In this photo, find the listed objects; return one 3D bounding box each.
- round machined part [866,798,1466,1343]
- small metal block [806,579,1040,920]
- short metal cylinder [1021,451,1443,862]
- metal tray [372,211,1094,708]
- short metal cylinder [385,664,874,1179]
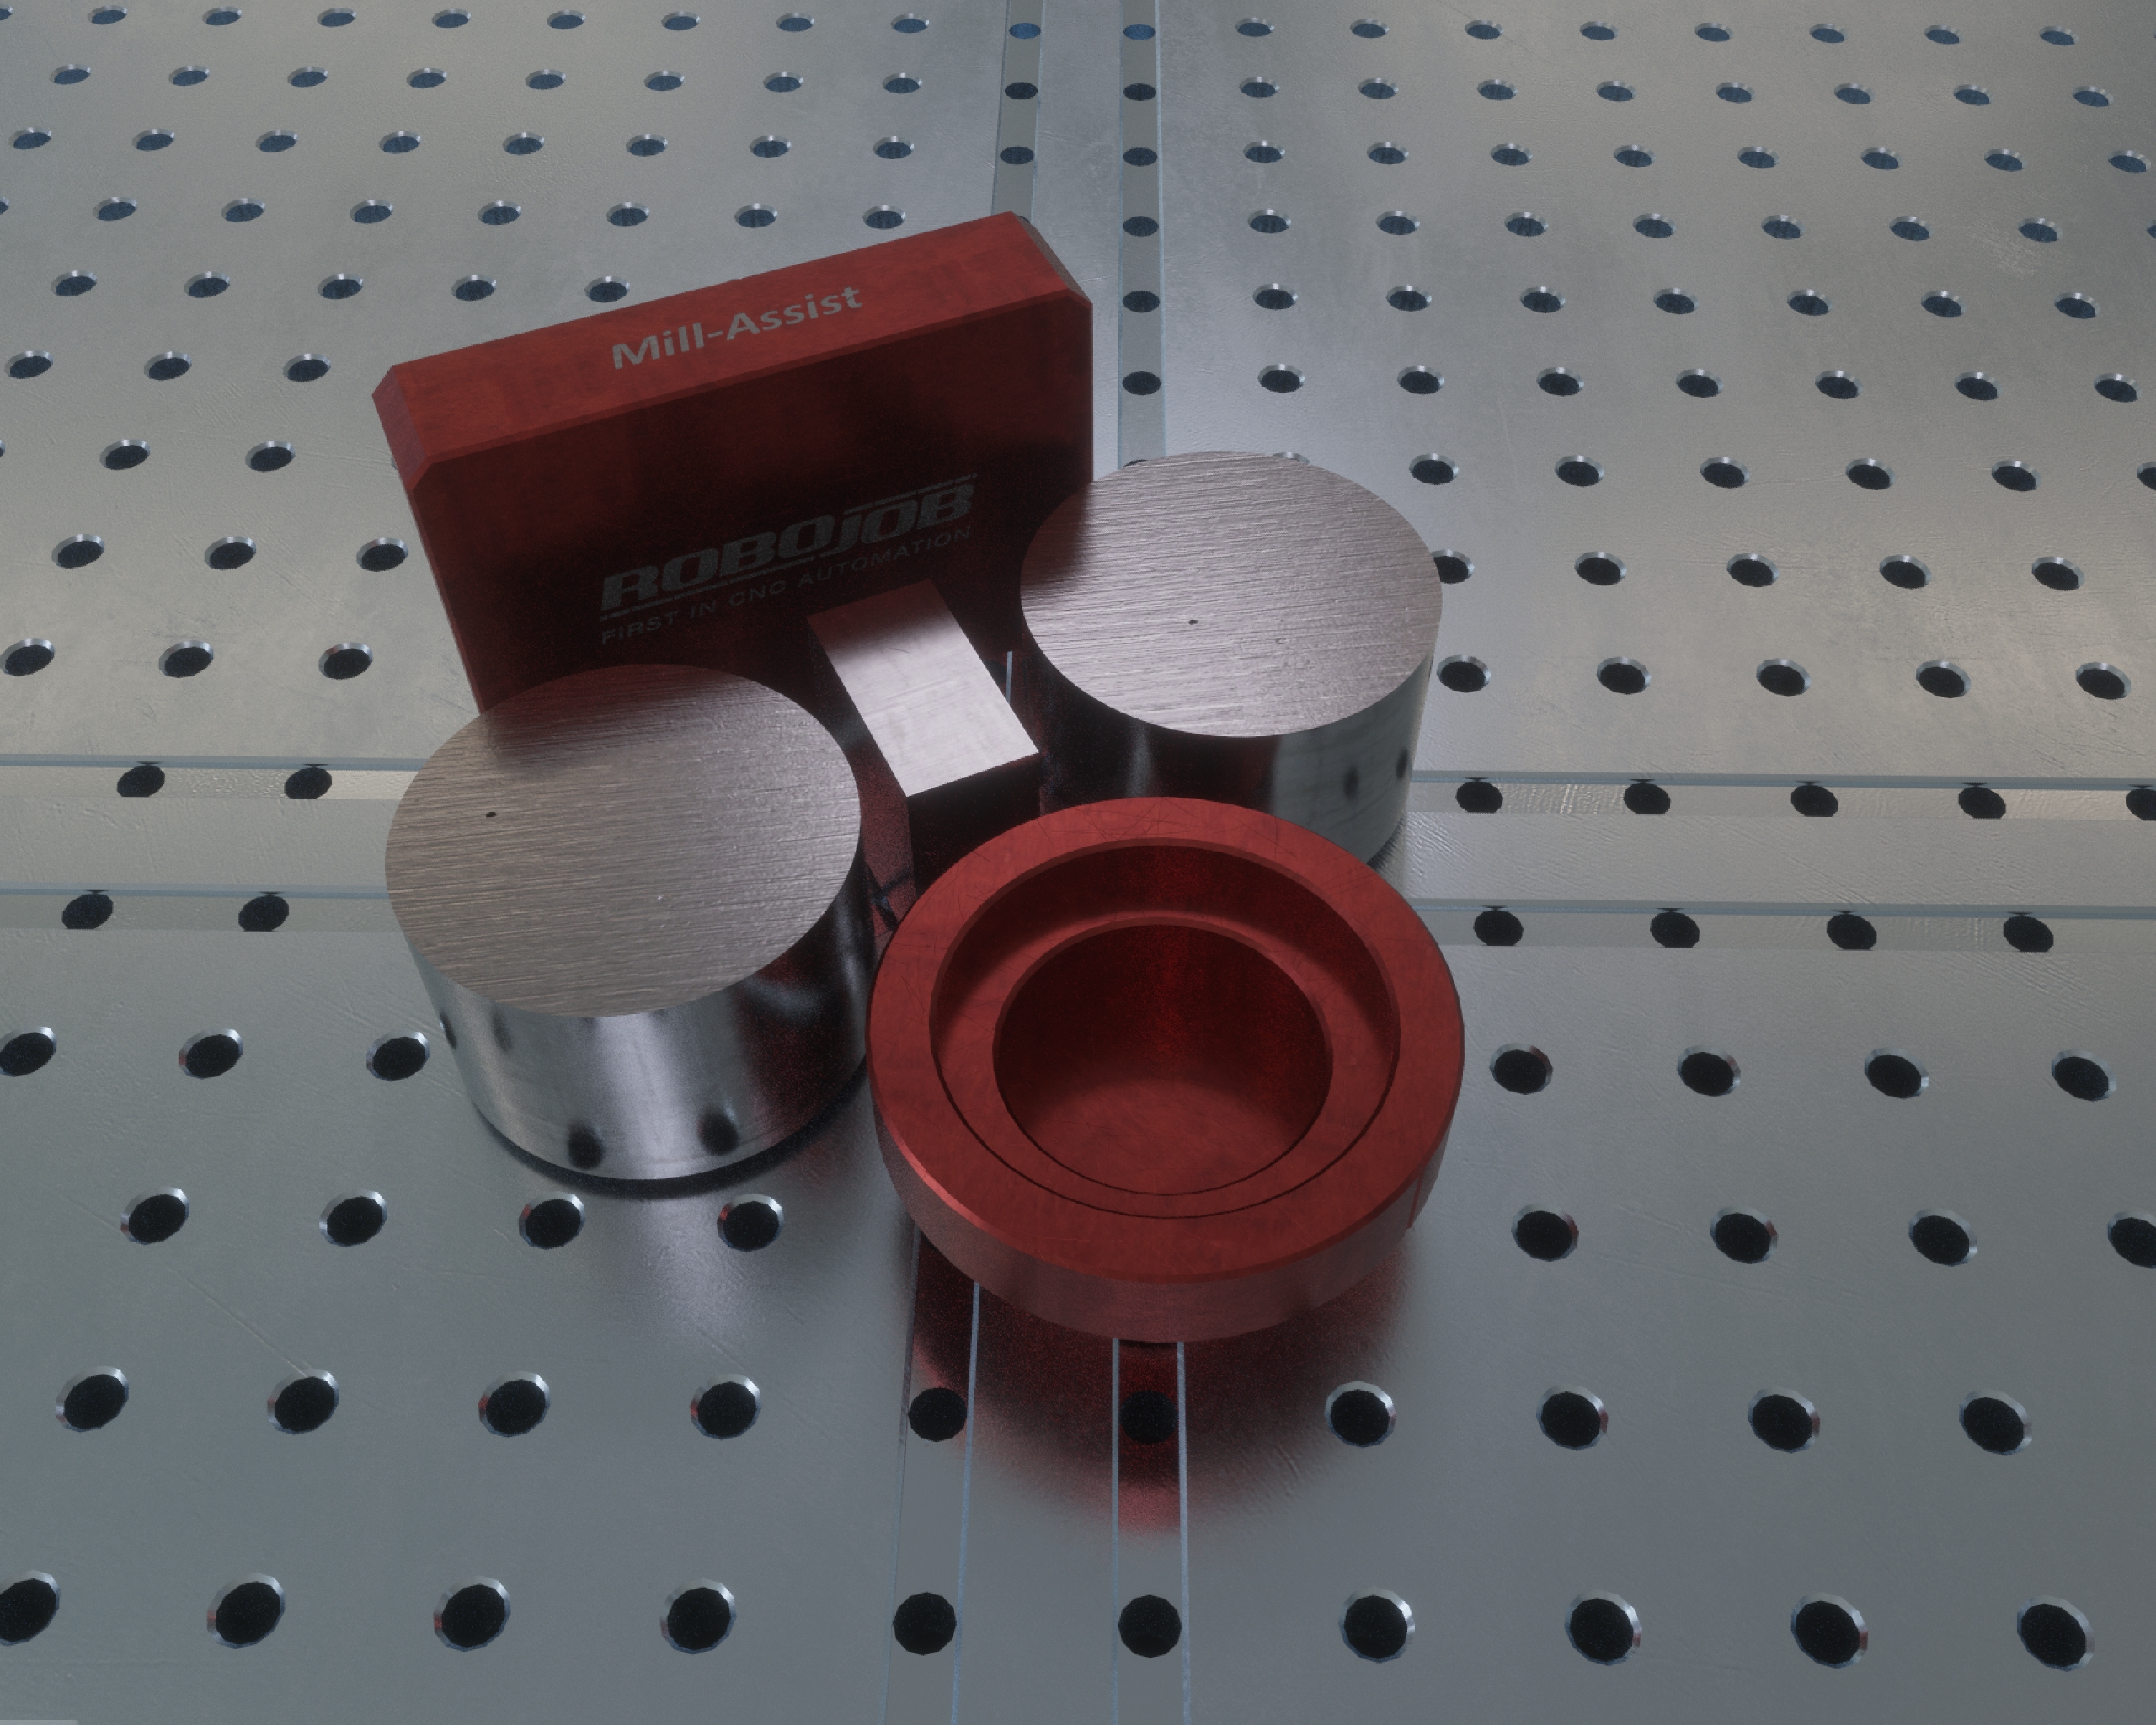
[{"bbox_3d":[0.014,0.039,0.359,0.099,0.042,0.098,0,50,0],"label":"round machined part"},{"bbox_3d":[-0.029,-0.017,0.400,0.025,0.050,0.050,-20,53,-16],"label":"small metal block"},{"bbox_3d":[0.029,-0.037,0.418,0.081,0.050,0.080,0,50,0],"label":"short metal cylinder"},{"bbox_3d":[-0.062,-0.070,0.418,0.131,0.090,0.030,-19,53,-15],"label":"metal tray"},{"bbox_3d":[-0.078,0.010,0.377,0.081,0.050,0.080,0,50,0],"label":"short metal cylinder"}]
